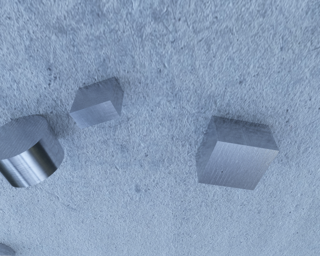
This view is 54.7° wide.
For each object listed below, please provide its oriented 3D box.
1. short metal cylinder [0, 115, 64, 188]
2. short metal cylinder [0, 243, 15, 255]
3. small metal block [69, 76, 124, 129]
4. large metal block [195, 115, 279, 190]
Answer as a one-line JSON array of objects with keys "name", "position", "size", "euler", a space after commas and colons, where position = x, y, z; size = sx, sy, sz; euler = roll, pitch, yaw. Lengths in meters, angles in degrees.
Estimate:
[{"name": "short metal cylinder", "position": [-0.171, 0.028, 0.393], "size": [0.080, 0.080, 0.050], "euler": [-10, 130, 8]}, {"name": "short metal cylinder", "position": [-0.339, 0.270, 0.617], "size": [0.081, 0.050, 0.079], "euler": [0, 130, 0]}, {"name": "small metal block", "position": [-0.073, -0.030, 0.364], "size": [0.050, 0.050, 0.025], "euler": [-16, 128, 13]}, {"name": "large metal block", "position": [0.100, 0.035, 0.422], "size": [0.081, 0.050, 0.079], "euler": [9, 130, -8]}]
